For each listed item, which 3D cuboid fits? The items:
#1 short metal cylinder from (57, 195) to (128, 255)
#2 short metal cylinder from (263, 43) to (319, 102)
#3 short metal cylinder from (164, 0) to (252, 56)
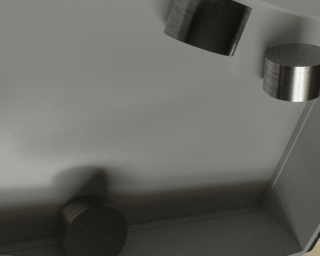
[{"bbox_3d":[-0.090,0.134,0.408,0.081,0.050,0.079,-3,97,-28],"label":"short metal cylinder"},{"bbox_3d":[0.185,-0.078,0.426,0.081,0.080,0.050,-20,126,-17],"label":"short metal cylinder"},{"bbox_3d":[0.050,-0.114,0.329,0.081,0.080,0.050,5,116,-31],"label":"short metal cylinder"}]
